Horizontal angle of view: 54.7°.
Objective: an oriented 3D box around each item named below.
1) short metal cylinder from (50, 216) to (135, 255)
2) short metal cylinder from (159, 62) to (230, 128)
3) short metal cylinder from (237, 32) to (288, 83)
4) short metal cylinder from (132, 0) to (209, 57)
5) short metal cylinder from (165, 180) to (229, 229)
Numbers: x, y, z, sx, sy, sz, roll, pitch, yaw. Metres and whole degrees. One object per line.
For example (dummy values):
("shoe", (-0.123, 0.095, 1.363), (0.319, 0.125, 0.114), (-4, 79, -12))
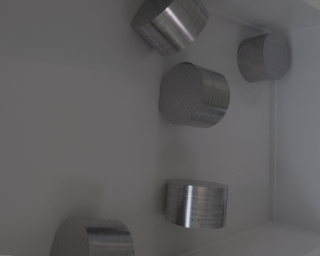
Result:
("short metal cylinder", (-0.070, 0.132, 0.312), (0.050, 0.080, 0.080), (20, 78, -39))
("short metal cylinder", (0.044, -0.042, 0.407), (0.050, 0.080, 0.080), (8, 85, -40))
("short metal cylinder", (0.180, -0.122, 0.540), (0.081, 0.050, 0.080), (0, 90, -40))
("short metal cylinder", (0.012, -0.135, 0.381), (0.050, 0.080, 0.080), (41, 65, -33))
("short metal cylinder", (0.048, 0.098, 0.411), (0.081, 0.080, 0.050), (8, 85, -40))
